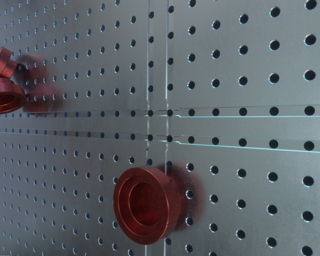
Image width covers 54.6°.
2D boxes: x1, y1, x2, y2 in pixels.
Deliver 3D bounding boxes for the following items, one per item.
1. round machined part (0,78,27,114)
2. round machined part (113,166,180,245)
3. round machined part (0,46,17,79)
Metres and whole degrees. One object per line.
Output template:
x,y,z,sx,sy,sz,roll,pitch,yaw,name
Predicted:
-0.332,-0.068,0.639,0.098,0.099,0.042,-33,70,35,round machined part
-0.014,0.099,0.411,0.098,0.042,0.097,0,90,40,round machined part
-0.347,-0.124,0.671,0.098,0.042,0.098,-30,43,33,round machined part
